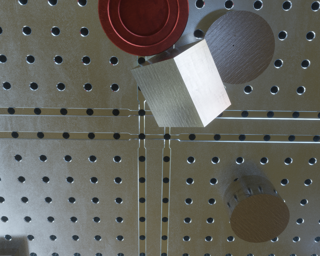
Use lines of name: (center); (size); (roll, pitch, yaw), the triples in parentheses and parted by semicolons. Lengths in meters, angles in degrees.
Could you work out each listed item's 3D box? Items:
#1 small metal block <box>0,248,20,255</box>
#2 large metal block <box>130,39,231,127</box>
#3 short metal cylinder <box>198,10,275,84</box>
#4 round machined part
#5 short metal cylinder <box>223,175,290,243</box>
small metal block: (-0.252, 0.220, 0.491); (0.050, 0.025, 0.050); (1, 110, -1)
large metal block: (0.023, -0.048, 0.360); (0.050, 0.080, 0.080); (-38, 112, -31)
short metal cylinder: (0.087, -0.096, 0.366); (0.081, 0.050, 0.079); (0, 110, 0)
round machined part: (-0.018, -0.134, 0.355); (0.099, 0.042, 0.097); (0, 110, -1)
short metal cylinder: (0.136, 0.115, 0.445); (0.081, 0.050, 0.079); (0, 110, 0)
